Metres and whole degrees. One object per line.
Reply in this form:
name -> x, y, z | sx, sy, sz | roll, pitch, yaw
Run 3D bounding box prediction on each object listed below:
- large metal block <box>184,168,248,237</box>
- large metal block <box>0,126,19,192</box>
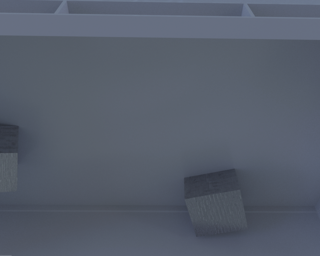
large metal block -> 0.086, 0.117, 0.483 | 0.080, 0.050, 0.080 | -12, 117, 10
large metal block -> -0.234, 0.042, 0.413 | 0.081, 0.050, 0.079 | 1, 132, -24
